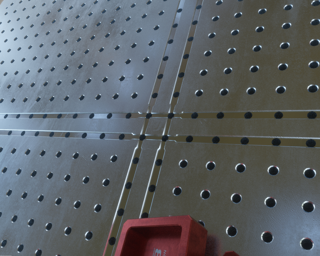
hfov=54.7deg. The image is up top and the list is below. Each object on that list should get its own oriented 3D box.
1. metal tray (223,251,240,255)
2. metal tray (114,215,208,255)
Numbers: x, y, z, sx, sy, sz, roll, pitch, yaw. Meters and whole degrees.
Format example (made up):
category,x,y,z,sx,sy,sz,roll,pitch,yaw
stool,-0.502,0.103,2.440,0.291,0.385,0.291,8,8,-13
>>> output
category,x,y,z,sx,sy,sz,roll,pitch,yaw
metal tray,0.084,0.179,0.250,0.130,0.030,0.090,33,80,37
metal tray,-0.009,0.151,0.288,0.090,0.030,0.130,-16,44,36
